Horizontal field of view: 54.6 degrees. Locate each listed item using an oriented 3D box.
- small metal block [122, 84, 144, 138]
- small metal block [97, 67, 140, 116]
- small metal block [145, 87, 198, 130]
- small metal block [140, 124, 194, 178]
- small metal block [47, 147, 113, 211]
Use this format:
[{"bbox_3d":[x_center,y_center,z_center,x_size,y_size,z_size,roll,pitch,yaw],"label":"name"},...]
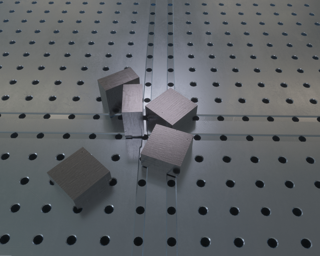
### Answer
[{"bbox_3d":[-0.035,-0.023,0.411,0.025,0.050,0.050,-2,50,-1],"label":"small metal block"},{"bbox_3d":[-0.056,-0.050,0.434,0.050,0.050,0.025,-26,55,-20],"label":"small metal block"},{"bbox_3d":[0.015,-0.023,0.427,0.050,0.025,0.050,37,59,26],"label":"small metal block"},{"bbox_3d":[0.009,0.027,0.385,0.050,0.025,0.050,17,52,13],"label":"small metal block"},{"bbox_3d":[-0.092,0.057,0.359,0.050,0.025,0.050,36,59,26],"label":"small metal block"}]
